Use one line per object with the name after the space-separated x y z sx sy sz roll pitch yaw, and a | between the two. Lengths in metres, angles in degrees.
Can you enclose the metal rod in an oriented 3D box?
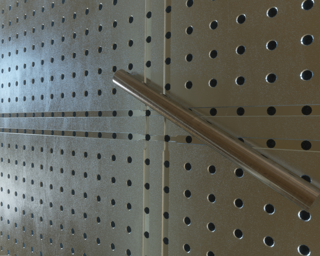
0.043 -0.003 0.372 0.300 0.025 0.025 35 112 34 | metal rod
